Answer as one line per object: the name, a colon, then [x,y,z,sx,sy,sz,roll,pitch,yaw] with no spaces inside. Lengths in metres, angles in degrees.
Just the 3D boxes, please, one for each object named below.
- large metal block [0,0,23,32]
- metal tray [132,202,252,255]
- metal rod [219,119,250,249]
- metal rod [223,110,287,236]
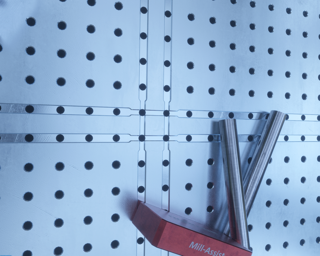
large metal block: [-0.173,-0.155,0.319,0.050,0.080,0.080,32,79,-18]
metal tray: [0.038,0.138,0.393,0.131,0.090,0.030,25,82,-19]
metal rod: [0.109,0.136,0.430,0.025,0.025,0.298,-1,81,-20]
metal rod: [0.124,0.113,0.460,0.025,0.025,0.299,27,81,-19]
